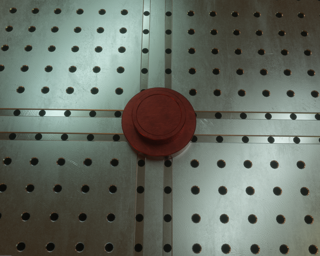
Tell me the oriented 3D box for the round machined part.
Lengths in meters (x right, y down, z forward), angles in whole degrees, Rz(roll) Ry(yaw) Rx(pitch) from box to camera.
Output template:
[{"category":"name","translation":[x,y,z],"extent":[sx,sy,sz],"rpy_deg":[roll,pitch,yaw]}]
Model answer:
[{"category":"round machined part","translation":[-0.001,-0.010,0.406],"extent":[0.099,0.042,0.098],"rpy_deg":[0,70,-1]}]
